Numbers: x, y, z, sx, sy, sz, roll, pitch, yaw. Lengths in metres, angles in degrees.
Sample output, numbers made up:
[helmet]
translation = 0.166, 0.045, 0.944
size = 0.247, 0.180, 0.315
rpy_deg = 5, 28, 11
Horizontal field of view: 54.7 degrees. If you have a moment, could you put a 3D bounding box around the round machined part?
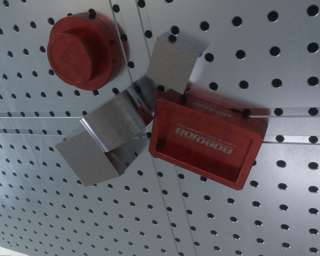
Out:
[round machined part]
translation = -0.104, -0.092, 0.398
size = 0.098, 0.042, 0.097
rpy_deg = 13, 124, 21

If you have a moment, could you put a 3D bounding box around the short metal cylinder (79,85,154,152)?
[short metal cylinder]
translation = -0.055, -0.013, 0.397
size = 0.080, 0.080, 0.050
rpy_deg = -26, 104, 37

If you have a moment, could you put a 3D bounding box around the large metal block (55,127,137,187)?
[large metal block]
translation = -0.096, 0.035, 0.467
size = 0.080, 0.050, 0.080
rpy_deg = -22, 107, 36

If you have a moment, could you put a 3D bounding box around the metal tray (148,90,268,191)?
[metal tray]
translation = 0.055, 0.015, 0.388
size = 0.130, 0.030, 0.089
rpy_deg = 21, 127, 15

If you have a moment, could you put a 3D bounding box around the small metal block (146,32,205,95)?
[small metal block]
translation = 0.017, -0.074, 0.356
size = 0.050, 0.025, 0.050
rpy_deg = 28, 128, 10
